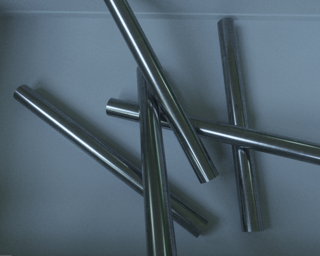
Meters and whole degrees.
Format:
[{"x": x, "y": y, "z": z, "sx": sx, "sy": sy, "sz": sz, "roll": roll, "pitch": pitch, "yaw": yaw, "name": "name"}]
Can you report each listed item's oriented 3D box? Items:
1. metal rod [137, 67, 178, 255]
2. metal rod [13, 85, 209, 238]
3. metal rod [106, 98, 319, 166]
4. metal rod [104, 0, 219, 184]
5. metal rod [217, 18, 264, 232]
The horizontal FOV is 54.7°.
[{"x": -0.007, "y": 0.027, "z": 0.330, "sx": 0.025, "sy": 0.025, "sz": 0.300, "roll": -5, "pitch": 46, "yaw": -2, "name": "metal rod"}, {"x": -0.070, "y": 0.035, "z": 0.396, "sx": 0.300, "sy": 0.025, "sz": 0.025, "roll": 35, "pitch": 74, "yaw": 12, "name": "metal rod"}, {"x": 0.075, "y": 0.005, "z": 0.385, "sx": 0.301, "sy": 0.025, "sz": 0.025, "roll": 13, "pitch": 70, "yaw": 13, "name": "metal rod"}, {"x": -0.011, "y": -0.072, "z": 0.372, "sx": 0.025, "sy": 0.025, "sz": 0.299, "roll": -28, "pitch": 89, "yaw": -10, "name": "metal rod"}, {"x": 0.104, "y": -0.018, "z": 0.416, "sx": 0.025, "sy": 0.025, "sz": 0.299, "roll": -2, "pitch": 70, "yaw": -1, "name": "metal rod"}]
